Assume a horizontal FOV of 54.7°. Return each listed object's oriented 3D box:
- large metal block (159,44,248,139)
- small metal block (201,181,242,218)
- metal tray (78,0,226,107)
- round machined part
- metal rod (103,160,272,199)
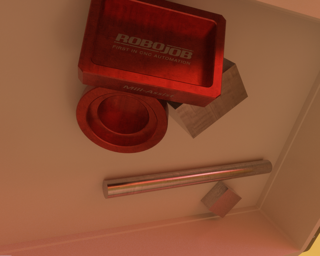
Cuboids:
[{"bbox_3d":[0.041,-0.047,0.368,0.080,0.080,0.050,-38,130,-4],"label":"large metal block"},{"bbox_3d":[0.109,0.126,0.549,0.050,0.025,0.050,-48,129,5],"label":"small metal block"},{"bbox_3d":[-0.005,-0.077,0.298,0.131,0.030,0.090,10,75,-12],"label":"metal tray"},{"bbox_3d":[-0.039,-0.020,0.347,0.099,0.042,0.097,2,131,3],"label":"round machined part"},{"bbox_3d":[0.060,0.077,0.490,0.303,0.025,0.025,-3,120,-27],"label":"metal rod"}]
